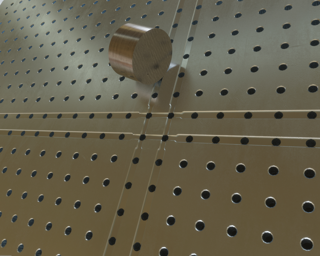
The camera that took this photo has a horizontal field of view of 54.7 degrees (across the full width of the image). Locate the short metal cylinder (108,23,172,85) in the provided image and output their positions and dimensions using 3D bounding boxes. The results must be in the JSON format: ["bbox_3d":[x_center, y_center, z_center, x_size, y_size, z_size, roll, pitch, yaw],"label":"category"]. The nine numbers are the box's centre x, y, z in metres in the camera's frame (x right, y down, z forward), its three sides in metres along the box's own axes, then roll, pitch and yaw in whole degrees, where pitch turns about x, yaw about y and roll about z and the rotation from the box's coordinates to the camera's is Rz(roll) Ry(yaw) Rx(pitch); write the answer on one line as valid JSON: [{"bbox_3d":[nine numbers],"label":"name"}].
[{"bbox_3d":[-0.028,-0.108,0.452,0.050,0.080,0.080,25,76,36],"label":"short metal cylinder"}]
